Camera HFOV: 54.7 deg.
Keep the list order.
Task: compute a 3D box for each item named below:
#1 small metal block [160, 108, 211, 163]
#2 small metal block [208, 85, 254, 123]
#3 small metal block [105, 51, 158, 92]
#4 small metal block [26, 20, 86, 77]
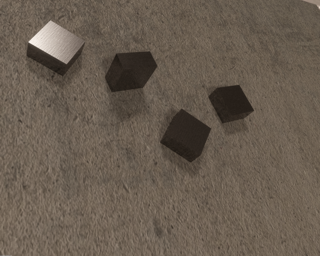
[{"bbox_3d":[0.035,0.010,0.419,0.050,0.025,0.050,34,51,-7],"label":"small metal block"},{"bbox_3d":[0.113,-0.039,0.490,0.050,0.025,0.050,-12,68,-33],"label":"small metal block"},{"bbox_3d":[-0.039,-0.075,0.414,0.050,0.050,0.025,-13,69,-34],"label":"small metal block"},{"bbox_3d":[-0.132,-0.102,0.396,0.050,0.025,0.050,30,52,-10],"label":"small metal block"}]
